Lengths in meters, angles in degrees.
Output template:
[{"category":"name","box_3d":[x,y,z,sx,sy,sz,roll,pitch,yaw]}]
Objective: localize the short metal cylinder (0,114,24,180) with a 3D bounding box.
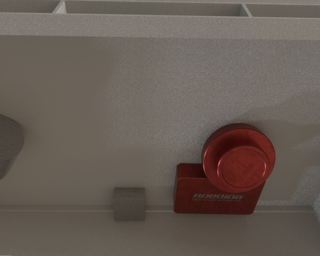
[{"category":"short metal cylinder","box_3d":[-0.221,0.024,0.390,0.080,0.080,0.050,27,125,-22]}]

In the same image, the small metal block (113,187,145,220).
[{"category":"small metal block","box_3d":[-0.050,0.125,0.510,0.050,0.025,0.050,0,121,-1]}]

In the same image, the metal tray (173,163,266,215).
[{"category":"metal tray","box_3d":[0.089,0.099,0.491,0.131,0.030,0.089,2,130,-2]}]

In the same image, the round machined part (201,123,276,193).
[{"category":"round machined part","box_3d":[0.108,0.046,0.418,0.099,0.042,0.097,-1,110,-1]}]
